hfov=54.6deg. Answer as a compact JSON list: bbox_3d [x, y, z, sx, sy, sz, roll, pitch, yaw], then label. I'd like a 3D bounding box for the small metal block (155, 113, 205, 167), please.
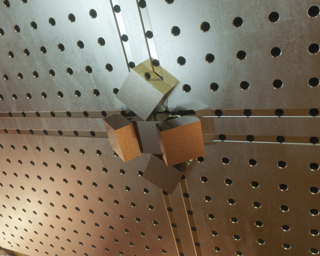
[{"bbox_3d":[0.026,0.015,0.389,0.050,0.025,0.050,-16,116,-9],"label":"small metal block"}]

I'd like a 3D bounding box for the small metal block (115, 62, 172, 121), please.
[{"bbox_3d":[-0.021,-0.046,0.395,0.050,0.025,0.050,40,129,2],"label":"small metal block"}]

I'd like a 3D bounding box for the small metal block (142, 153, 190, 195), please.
[{"bbox_3d":[0.008,0.060,0.444,0.050,0.025,0.050,31,129,10],"label":"small metal block"}]

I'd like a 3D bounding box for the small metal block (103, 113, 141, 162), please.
[{"bbox_3d":[-0.053,0.012,0.431,0.050,0.025,0.050,34,143,55],"label":"small metal block"}]

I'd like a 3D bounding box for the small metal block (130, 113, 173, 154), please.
[{"bbox_3d":[-0.007,0.007,0.419,0.050,0.025,0.050,1,118,27],"label":"small metal block"}]
